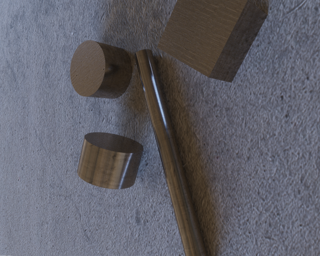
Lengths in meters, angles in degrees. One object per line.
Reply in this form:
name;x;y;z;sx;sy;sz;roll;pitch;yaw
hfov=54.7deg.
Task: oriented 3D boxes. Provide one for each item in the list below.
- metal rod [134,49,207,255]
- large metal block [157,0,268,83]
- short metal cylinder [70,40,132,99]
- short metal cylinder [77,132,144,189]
metal rod;0.014;0.041;0.391;0.025;0.025;0.299;-24;75;37
large metal block;0.055;-0.106;0.342;0.080;0.050;0.079;38;113;33
short metal cylinder;-0.088;-0.085;0.459;0.080;0.050;0.079;0;90;39
short metal cylinder;-0.067;0.042;0.422;0.080;0.081;0.050;24;105;37
